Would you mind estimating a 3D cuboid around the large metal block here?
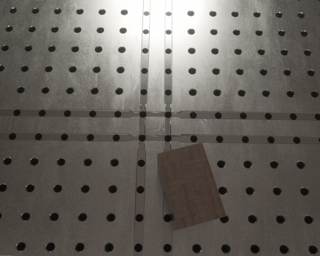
[{"bbox_3d":[0.032,0.071,0.357,0.050,0.080,0.080,-14,71,-5],"label":"large metal block"}]
